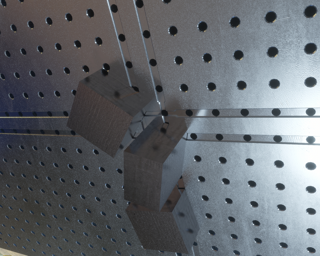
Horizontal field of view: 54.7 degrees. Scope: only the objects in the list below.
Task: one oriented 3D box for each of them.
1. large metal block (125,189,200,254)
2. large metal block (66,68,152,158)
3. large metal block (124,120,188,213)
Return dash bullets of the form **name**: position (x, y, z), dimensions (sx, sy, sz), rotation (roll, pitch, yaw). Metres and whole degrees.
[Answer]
- **large metal block**: position (0.005, 0.142, 0.479), dimensions (0.080, 0.050, 0.080), rotation (-7, 115, 31)
- **large metal block**: position (-0.070, -0.020, 0.418), dimensions (0.080, 0.050, 0.079), rotation (34, 129, 5)
- **large metal block**: position (-0.005, 0.048, 0.407), dimensions (0.050, 0.080, 0.079), rotation (16, 125, 18)
